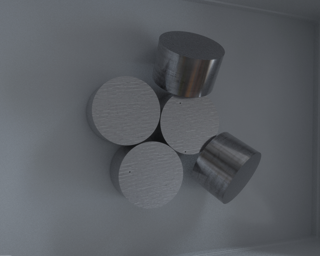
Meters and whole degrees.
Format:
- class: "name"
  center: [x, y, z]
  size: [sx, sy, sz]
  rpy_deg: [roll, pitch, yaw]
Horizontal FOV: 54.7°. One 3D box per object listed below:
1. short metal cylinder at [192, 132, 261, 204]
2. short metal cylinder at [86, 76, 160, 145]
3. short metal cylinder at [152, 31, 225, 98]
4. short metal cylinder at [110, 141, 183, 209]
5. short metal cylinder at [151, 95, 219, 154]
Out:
- class: "short metal cylinder"
  center: [0.088, 0.052, 0.408]
  size: [0.080, 0.050, 0.080]
  rpy_deg: [-35, 145, -29]
- class: "short metal cylinder"
  center: [-0.046, -0.020, 0.379]
  size: [0.081, 0.050, 0.079]
  rpy_deg: [0, 90, -21]
- class: "short metal cylinder"
  center: [0.034, -0.081, 0.386]
  size: [0.081, 0.080, 0.050]
  rpy_deg: [-3, 130, -20]
- class: "short metal cylinder"
  center: [-0.018, 0.055, 0.390]
  size: [0.081, 0.050, 0.079]
  rpy_deg: [0, 90, -21]
- class: "short metal cylinder"
  center: [0.029, -0.007, 0.407]
  size: [0.081, 0.050, 0.079]
  rpy_deg: [0, 90, -21]
